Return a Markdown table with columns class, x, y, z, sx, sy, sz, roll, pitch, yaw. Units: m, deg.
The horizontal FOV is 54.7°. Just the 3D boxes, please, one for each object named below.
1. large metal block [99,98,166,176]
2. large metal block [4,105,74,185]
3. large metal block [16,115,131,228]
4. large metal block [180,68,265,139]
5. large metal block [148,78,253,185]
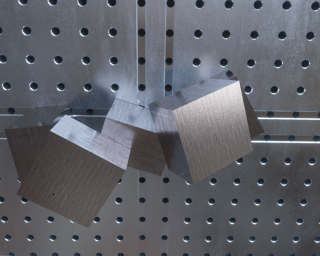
| class | x | y | z | sx | sy | sz | roll | pitch | yaw |
| --- | --- | --- | --- | --- | --- | --- | --- | --- | --- |
| large metal block | -0.029 | 0.009 | 0.386 | 0.080 | 0.080 | 0.050 | 18 | 109 | -7 |
| large metal block | -0.142 | 0.022 | 0.390 | 0.050 | 0.080 | 0.079 | -6 | 110 | 2 |
| large metal block | -0.088 | 0.045 | 0.329 | 0.080 | 0.050 | 0.080 | 30 | 107 | -10 |
| large metal block | 0.072 | -0.017 | 0.395 | 0.080 | 0.050 | 0.080 | -29 | 108 | 9 |
| large metal block | 0.044 | 0.000 | 0.328 | 0.081 | 0.050 | 0.080 | -25 | 111 | -22 |
